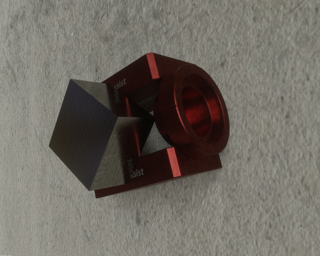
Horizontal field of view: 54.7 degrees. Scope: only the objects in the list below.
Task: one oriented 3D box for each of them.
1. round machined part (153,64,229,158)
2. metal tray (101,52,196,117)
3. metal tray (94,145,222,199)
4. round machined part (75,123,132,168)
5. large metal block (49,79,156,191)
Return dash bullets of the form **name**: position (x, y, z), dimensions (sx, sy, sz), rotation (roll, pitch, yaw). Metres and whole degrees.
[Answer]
- **round machined part**: position (0.030, -0.015, 0.332), dimensions (0.042, 0.099, 0.098), rotation (-20, 78, 38)
- **metal tray**: position (-0.026, -0.044, 0.385), dimensions (0.130, 0.091, 0.030), rotation (-23, 76, 37)
- **metal tray**: position (-0.006, 0.051, 0.365), dimensions (0.130, 0.091, 0.030), rotation (-22, 76, 37)
- **round machined part**: position (-0.067, 0.023, 0.411), dimensions (0.042, 0.099, 0.098), rotation (-20, 78, 38)
- **large metal block**: position (-0.062, 0.005, 0.319), dimensions (0.080, 0.050, 0.079), rotation (36, 112, 33)
